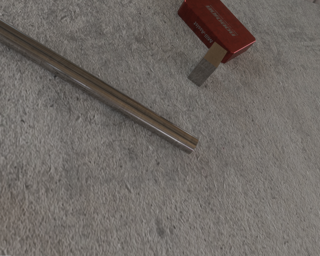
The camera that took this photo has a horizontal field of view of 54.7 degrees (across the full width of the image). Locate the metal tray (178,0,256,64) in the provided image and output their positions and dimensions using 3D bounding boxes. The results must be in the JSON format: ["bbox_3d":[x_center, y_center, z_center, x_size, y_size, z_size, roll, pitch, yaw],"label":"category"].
[{"bbox_3d":[0.105,-0.188,0.572,0.091,0.030,0.130,-34,81,-38],"label":"metal tray"}]

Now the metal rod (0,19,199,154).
[{"bbox_3d":[-0.084,-0.052,0.390,0.301,0.025,0.025,31,52,-8],"label":"metal rod"}]

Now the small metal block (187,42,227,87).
[{"bbox_3d":[0.074,-0.100,0.489,0.025,0.050,0.050,37,51,-4],"label":"small metal block"}]
